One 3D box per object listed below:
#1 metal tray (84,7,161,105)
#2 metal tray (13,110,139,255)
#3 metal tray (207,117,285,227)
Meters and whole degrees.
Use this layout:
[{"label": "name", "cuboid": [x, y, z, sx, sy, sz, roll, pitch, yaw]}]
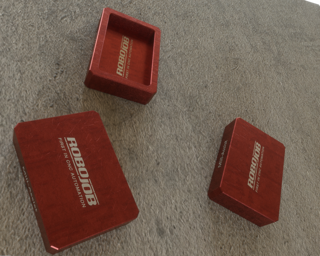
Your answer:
[{"label": "metal tray", "cuboid": [-0.048, -0.103, 0.436, 0.091, 0.030, 0.130, 16, 55, -19]}, {"label": "metal tray", "cuboid": [-0.088, 0.050, 0.323, 0.091, 0.030, 0.130, -13, 69, -34]}, {"label": "metal tray", "cuboid": [0.125, 0.058, 0.432, 0.090, 0.030, 0.130, 31, 52, -9]}]
